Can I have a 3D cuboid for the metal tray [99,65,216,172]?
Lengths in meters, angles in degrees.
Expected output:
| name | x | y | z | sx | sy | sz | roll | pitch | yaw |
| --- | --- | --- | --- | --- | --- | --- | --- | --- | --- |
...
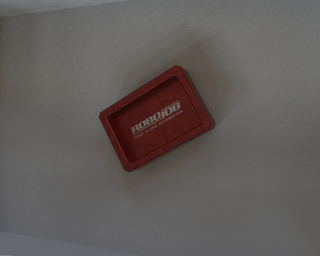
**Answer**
| name | x | y | z | sx | sy | sz | roll | pitch | yaw |
| --- | --- | --- | --- | --- | --- | --- | --- | --- | --- |
| metal tray | -0.006 | -0.010 | 0.407 | 0.130 | 0.030 | 0.090 | -30 | 81 | 17 |
